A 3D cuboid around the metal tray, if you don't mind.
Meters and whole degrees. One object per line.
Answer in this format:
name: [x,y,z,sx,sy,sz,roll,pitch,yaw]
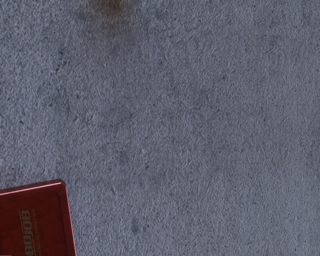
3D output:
metal tray: [-0.146,0.131,0.352,0.091,0.030,0.129,-9,93,-20]
